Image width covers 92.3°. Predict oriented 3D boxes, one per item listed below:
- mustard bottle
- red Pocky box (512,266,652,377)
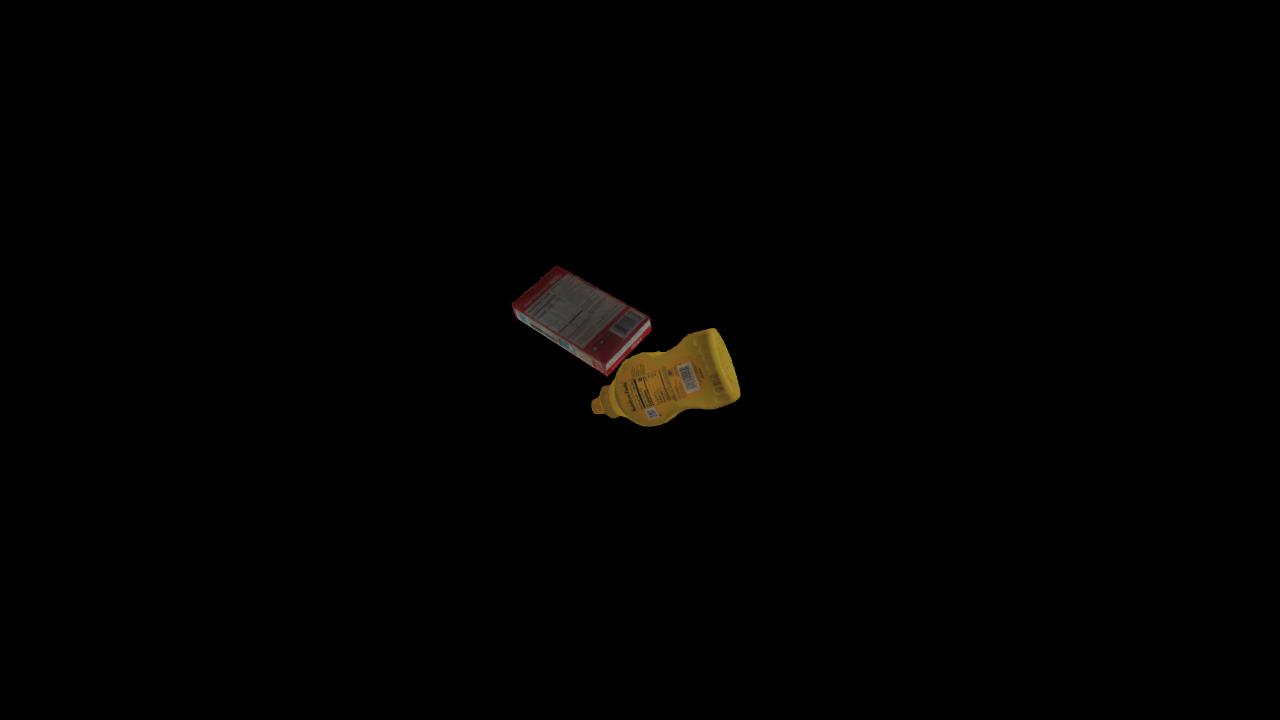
[{"bbox_3d":[0.020,0.032,0.732,0.184,0.092,0.054,-20,7,25],"label":"mustard bottle"},{"bbox_3d":[-0.069,-0.049,0.723,0.155,0.083,0.028,32,-25,27],"label":"red Pocky box"}]
